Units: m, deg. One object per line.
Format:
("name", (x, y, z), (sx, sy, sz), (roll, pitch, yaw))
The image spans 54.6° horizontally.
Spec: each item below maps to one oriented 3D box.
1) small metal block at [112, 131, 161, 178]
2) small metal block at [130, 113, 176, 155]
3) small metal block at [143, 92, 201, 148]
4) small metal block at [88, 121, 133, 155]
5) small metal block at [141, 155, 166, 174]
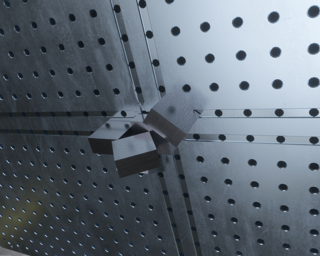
("small metal block", (-0.031, 0.032, 0.386), (0.050, 0.050, 0.025), (-15, 117, -6))
("small metal block", (-0.007, 0.008, 0.420), (0.050, 0.025, 0.050), (1, 119, 27))
("small metal block", (0.015, -0.012, 0.380), (0.050, 0.050, 0.025), (37, 128, 3))
("small metal block", (-0.064, 0.013, 0.437), (0.050, 0.050, 0.025), (2, 120, 28))
("small metal block", (-0.025, 0.048, 0.435), (0.050, 0.050, 0.025), (2, 88, 28))
